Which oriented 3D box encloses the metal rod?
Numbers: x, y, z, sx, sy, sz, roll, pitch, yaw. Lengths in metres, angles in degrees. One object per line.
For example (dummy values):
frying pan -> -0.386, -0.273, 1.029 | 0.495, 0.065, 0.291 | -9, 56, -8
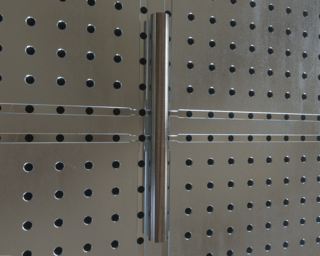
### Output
metal rod -> -0.001, -0.001, 0.413 | 0.025, 0.025, 0.298 | 0, 90, -20
